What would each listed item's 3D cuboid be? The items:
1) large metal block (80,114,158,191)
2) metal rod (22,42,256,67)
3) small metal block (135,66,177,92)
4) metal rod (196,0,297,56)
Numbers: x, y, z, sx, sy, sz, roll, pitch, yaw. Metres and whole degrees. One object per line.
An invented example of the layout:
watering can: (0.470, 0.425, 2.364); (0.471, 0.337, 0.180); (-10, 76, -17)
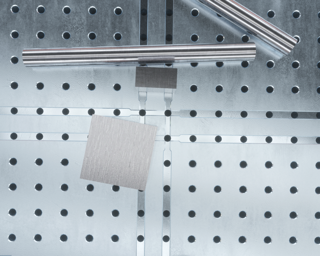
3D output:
large metal block: (-0.050, 0.030, 0.400); (0.080, 0.050, 0.080); (11, 90, -1)
metal rod: (-0.026, -0.098, 0.412); (0.302, 0.025, 0.025); (-2, 90, -1)
small metal block: (-0.005, -0.061, 0.401); (0.050, 0.050, 0.025); (3, 90, -1)
metal rod: (0.048, -0.187, 0.413); (0.301, 0.025, 0.025); (32, 90, -1)
